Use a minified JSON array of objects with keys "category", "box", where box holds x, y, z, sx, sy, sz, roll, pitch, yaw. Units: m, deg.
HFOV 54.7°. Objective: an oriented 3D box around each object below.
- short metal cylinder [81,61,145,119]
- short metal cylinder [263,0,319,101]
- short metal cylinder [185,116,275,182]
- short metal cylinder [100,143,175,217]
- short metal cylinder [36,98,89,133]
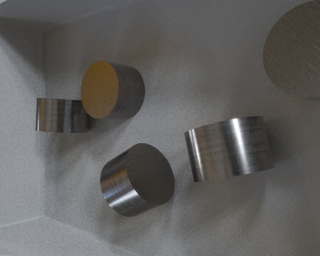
[{"category":"short metal cylinder","box":[-0.068,-0.053,0.445,0.080,0.050,0.079,0,90,39]},{"category":"short metal cylinder","box":[0.140,-0.065,0.274,0.080,0.050,0.079,0,90,39]},{"category":"short metal cylinder","box":[0.069,0.022,0.313,0.080,0.081,0.050,-18,79,38]},{"category":"short metal cylinder","box":[-0.027,0.066,0.392,0.050,0.081,0.080,-33,70,35]},{"category":"short metal cylinder","box":[-0.155,-0.020,0.496,0.080,0.081,0.050,6,94,39]}]
